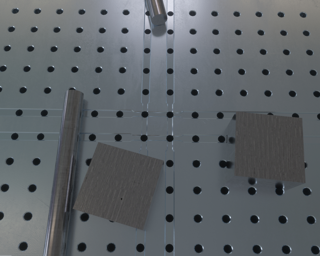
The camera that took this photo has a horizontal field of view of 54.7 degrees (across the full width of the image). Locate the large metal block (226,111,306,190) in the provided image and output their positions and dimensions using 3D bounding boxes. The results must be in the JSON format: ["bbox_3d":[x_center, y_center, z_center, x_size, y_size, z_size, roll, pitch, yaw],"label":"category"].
[{"bbox_3d":[0.129,0.029,0.388,0.080,0.050,0.080,6,70,2],"label":"large metal block"}]

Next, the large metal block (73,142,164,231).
[{"bbox_3d":[-0.045,0.071,0.372,0.080,0.050,0.080,16,71,5],"label":"large metal block"}]

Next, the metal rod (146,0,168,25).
[{"bbox_3d":[-0.032,-0.302,0.521,0.025,0.025,0.299,-11,70,-4],"label":"metal rod"}]

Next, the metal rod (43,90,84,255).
[{"bbox_3d":[-0.121,0.093,0.376,0.025,0.025,0.299,1,70,0],"label":"metal rod"}]
